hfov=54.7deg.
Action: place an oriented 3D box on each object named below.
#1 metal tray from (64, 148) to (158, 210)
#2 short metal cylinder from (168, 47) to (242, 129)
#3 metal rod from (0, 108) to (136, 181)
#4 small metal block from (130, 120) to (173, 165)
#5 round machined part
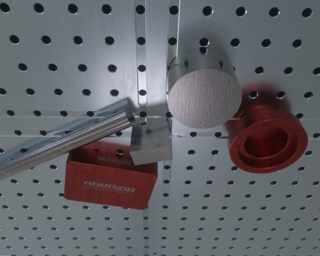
[{"bbox_3d":[-0.076,0.080,0.476,0.131,0.030,0.089,10,130,-9],"label":"metal tray"},{"bbox_3d":[0.049,-0.045,0.357,0.081,0.050,0.079,0,130,0],"label":"short metal cylinder"},{"bbox_3d":[-0.171,0.038,0.442,0.300,0.025,0.025,-22,127,17],"label":"metal rod"},{"bbox_3d":[-0.011,0.019,0.412,0.050,0.050,0.025,-10,130,8],"label":"small metal block"},{"bbox_3d":[0.139,0.013,0.413,0.099,0.042,0.097,0,130,0],"label":"round machined part"}]
